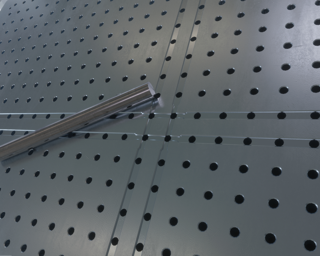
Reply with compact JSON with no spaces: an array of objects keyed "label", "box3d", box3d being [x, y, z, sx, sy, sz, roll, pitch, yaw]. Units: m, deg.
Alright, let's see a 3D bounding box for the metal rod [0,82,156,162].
[{"label":"metal rod","box3d":[-0.147,-0.004,0.489,0.300,0.025,0.025,-21,54,15]}]
